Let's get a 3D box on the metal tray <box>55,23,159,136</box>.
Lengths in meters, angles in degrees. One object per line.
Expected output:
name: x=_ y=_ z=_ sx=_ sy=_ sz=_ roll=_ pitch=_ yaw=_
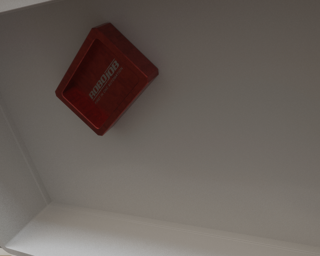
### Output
metal tray: x=-0.074 y=-0.058 z=0.406 sx=0.090 sy=0.030 sz=0.129 roll=44 pitch=129 yaw=-3
